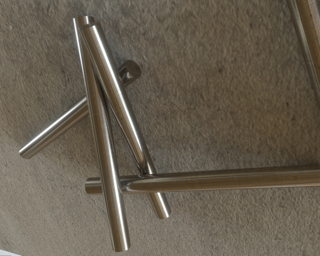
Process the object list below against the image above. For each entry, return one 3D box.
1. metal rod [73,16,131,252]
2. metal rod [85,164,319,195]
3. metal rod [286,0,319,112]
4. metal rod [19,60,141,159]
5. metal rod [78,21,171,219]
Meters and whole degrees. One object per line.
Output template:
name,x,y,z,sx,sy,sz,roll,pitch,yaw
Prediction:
metal rod,-0.072,0.014,0.395,0.025,0.025,0.298,-3,100,29
metal rod,0.040,0.068,0.396,0.301,0.025,0.025,-6,116,20
metal rod,0.160,-0.040,0.297,0.025,0.025,0.299,-14,112,33
metal rod,-0.136,-0.014,0.467,0.299,0.025,0.025,-29,103,37
metal rod,-0.036,0.011,0.409,0.025,0.025,0.298,0,125,28
